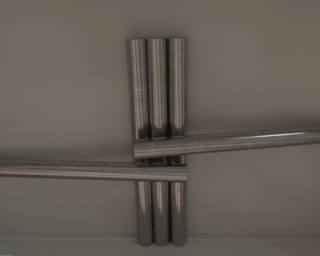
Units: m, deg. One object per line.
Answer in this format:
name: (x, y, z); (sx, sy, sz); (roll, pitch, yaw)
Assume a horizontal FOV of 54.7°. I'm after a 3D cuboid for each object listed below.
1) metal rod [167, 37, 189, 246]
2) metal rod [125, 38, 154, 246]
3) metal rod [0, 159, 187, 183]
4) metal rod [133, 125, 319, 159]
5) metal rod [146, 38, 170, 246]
metal rod: (0.025, 0.032, 0.422); (0.025, 0.025, 0.298); (-1, 110, 0)
metal rod: (-0.025, 0.033, 0.422); (0.025, 0.025, 0.298); (-1, 110, 0)
metal rod: (-0.115, 0.056, 0.412); (0.302, 0.025, 0.025); (1, 110, 5)
metal rod: (0.118, 0.016, 0.399); (0.302, 0.025, 0.025); (-4, 110, -6)
metal rod: (-0.001, 0.032, 0.422); (0.025, 0.025, 0.298); (-1, 110, 0)
